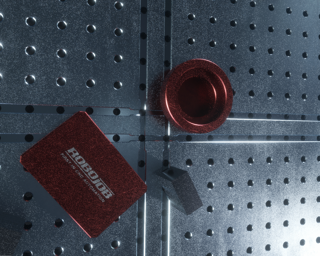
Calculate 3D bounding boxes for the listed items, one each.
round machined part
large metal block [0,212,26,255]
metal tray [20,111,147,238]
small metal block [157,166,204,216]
[{"bbox_3d":[0.046,-0.042,0.422,0.099,0.042,0.097,0,90,-21],"label":"round machined part"},{"bbox_3d":[-0.201,0.130,0.325,0.080,0.050,0.080,25,82,-19],"label":"large metal block"},{"bbox_3d":[-0.090,0.055,0.378,0.090,0.030,0.130,-41,103,-16],"label":"metal tray"},{"bbox_3d":[0.026,0.082,0.410,0.025,0.050,0.050,-28,100,-18],"label":"small metal block"}]
